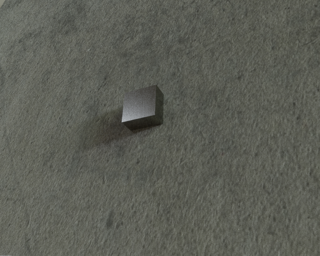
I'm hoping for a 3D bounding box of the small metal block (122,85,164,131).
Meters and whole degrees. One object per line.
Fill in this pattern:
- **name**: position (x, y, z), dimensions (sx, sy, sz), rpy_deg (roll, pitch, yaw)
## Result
- **small metal block**: position (-0.023, -0.028, 0.434), dimensions (0.050, 0.025, 0.050), rpy_deg (-12, 57, 22)
